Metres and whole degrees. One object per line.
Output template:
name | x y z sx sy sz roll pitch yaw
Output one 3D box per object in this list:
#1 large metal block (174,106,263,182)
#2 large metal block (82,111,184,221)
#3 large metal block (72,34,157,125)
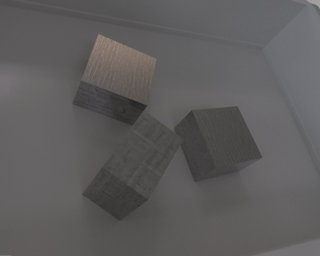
large metal block | 0.077 0.020 0.419 0.081 0.050 0.080 -7 65 -31
large metal block | -0.030 0.042 0.329 0.050 0.080 0.080 37 51 -4
large metal block | -0.056 -0.061 0.396 0.080 0.050 0.080 20 54 -16
